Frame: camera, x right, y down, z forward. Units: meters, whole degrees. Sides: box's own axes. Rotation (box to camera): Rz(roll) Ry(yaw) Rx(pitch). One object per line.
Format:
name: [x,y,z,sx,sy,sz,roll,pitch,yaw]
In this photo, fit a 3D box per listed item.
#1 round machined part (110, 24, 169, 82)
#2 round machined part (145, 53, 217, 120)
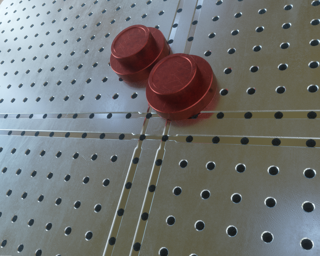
round machined part: [-0.038,-0.125,0.492,0.098,0.042,0.098,-13,56,20]
round machined part: [0.024,-0.063,0.422,0.098,0.042,0.098,-13,56,20]
